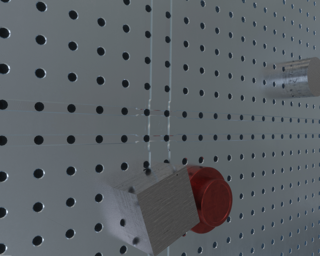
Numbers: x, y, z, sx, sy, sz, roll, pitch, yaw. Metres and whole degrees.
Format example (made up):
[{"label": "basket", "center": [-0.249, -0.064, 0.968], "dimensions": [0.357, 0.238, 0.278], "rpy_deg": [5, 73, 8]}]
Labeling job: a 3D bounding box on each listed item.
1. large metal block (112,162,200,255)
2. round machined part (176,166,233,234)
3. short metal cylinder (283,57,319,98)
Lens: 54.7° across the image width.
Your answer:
[{"label": "large metal block", "center": [-0.003, 0.098, 0.391], "dimensions": [0.081, 0.050, 0.080], "rpy_deg": [-24, 105, -37]}, {"label": "round machined part", "center": [0.069, 0.107, 0.456], "dimensions": [0.099, 0.042, 0.097], "rpy_deg": [0, 90, -40]}, {"label": "short metal cylinder", "center": [0.300, -0.103, 0.643], "dimensions": [0.081, 0.050, 0.080], "rpy_deg": [0, 90, -40]}]
